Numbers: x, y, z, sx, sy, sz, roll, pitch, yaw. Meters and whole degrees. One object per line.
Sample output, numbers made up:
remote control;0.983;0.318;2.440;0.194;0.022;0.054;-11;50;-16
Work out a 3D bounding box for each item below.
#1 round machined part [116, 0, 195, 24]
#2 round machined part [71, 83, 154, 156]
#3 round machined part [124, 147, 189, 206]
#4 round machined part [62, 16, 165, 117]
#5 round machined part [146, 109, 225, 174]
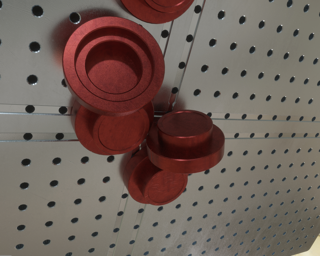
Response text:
round machined part;0.001;-0.153;0.307;0.099;0.042;0.097;-14;124;-21
round machined part;-0.051;-0.007;0.369;0.099;0.042;0.097;-14;125;-21
round machined part;0.001;0.073;0.447;0.099;0.042;0.097;-14;125;-21
round machined part;-0.048;-0.059;0.318;0.099;0.042;0.097;3;80;-15
round machined part;0.031;0.011;0.389;0.099;0.098;0.042;-16;123;-20
